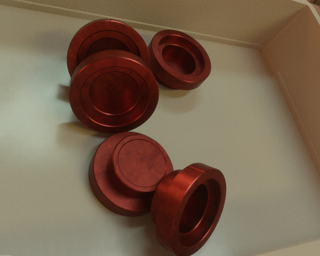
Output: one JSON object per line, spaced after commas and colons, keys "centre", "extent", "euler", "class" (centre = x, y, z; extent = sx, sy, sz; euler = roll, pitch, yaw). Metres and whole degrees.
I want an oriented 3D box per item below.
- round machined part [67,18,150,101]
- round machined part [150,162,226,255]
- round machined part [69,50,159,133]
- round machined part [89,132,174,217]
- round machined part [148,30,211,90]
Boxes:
{"centre": [-0.065, -0.086, 0.389], "extent": [0.099, 0.097, 0.042], "euler": [15, 20, -20], "class": "round machined part"}
{"centre": [0.028, 0.084, 0.336], "extent": [0.042, 0.097, 0.099], "euler": [18, 38, 39], "class": "round machined part"}
{"centre": [-0.053, -0.045, 0.359], "extent": [0.099, 0.097, 0.042], "euler": [12, 31, -22], "class": "round machined part"}
{"centre": [-0.027, 0.047, 0.351], "extent": [0.099, 0.042, 0.098], "euler": [14, 56, -21], "class": "round machined part"}
{"centre": [0.024, -0.097, 0.467], "extent": [0.099, 0.042, 0.098], "euler": [14, 56, -21], "class": "round machined part"}
